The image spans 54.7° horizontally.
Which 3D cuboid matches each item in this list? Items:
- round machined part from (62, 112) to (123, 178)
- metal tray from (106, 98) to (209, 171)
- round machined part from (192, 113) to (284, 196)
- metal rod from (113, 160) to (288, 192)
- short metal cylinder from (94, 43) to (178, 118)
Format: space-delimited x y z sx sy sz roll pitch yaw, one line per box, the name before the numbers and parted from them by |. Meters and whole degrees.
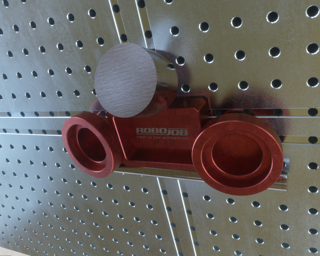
round machined part | -0.092 0.020 0.450 0.098 0.042 0.097 18 126 28
metal tray | 0.001 0.009 0.407 0.130 0.030 0.089 1 120 27
round machined part | 0.089 0.026 0.358 0.098 0.042 0.097 8 119 15
metal rod | 0.017 0.059 0.434 0.301 0.025 0.025 2 119 27
short metal cylinder | -0.027 -0.052 0.353 0.080 0.050 0.079 1 93 28
